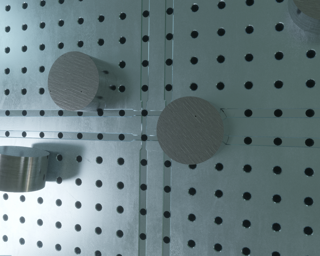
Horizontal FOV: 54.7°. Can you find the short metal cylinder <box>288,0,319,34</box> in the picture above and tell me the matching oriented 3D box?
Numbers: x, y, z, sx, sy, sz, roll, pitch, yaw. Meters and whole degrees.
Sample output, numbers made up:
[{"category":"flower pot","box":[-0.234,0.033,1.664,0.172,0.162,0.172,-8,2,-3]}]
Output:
[{"category":"short metal cylinder","box":[0.183,-0.148,0.335,0.080,0.050,0.079,0,90,19]}]

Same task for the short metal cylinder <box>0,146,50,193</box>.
[{"category":"short metal cylinder","box":[-0.208,0.058,0.455,0.080,0.080,0.050,10,94,19]}]

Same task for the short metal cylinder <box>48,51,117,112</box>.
[{"category":"short metal cylinder","box":[-0.108,-0.063,0.436,0.080,0.050,0.079,0,90,19]}]

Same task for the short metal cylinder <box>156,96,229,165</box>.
[{"category":"short metal cylinder","box":[0.042,0.003,0.384,0.080,0.050,0.079,0,90,19]}]
